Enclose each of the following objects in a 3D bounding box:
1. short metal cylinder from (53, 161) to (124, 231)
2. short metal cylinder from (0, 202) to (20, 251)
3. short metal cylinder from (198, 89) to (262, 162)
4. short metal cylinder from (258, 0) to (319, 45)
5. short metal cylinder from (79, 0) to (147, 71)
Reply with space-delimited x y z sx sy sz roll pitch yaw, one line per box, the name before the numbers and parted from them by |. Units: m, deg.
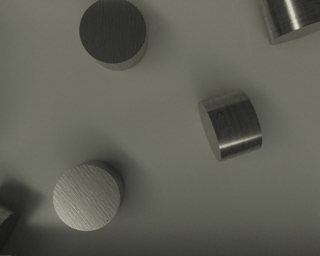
short metal cylinder | -0.088 0.084 0.398 0.081 0.050 0.079 0 90 -1
short metal cylinder | -0.221 0.128 0.381 0.050 0.080 0.080 28 90 0
short metal cylinder | 0.085 -0.003 0.385 0.050 0.080 0.080 -18 90 0
short metal cylinder | 0.170 -0.143 0.386 0.080 0.080 0.050 -17 90 0
short metal cylinder | -0.057 -0.118 0.398 0.081 0.050 0.079 0 90 -1
